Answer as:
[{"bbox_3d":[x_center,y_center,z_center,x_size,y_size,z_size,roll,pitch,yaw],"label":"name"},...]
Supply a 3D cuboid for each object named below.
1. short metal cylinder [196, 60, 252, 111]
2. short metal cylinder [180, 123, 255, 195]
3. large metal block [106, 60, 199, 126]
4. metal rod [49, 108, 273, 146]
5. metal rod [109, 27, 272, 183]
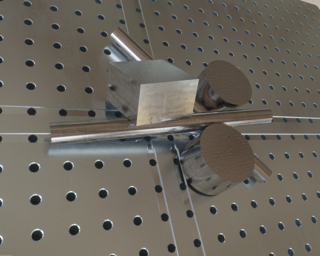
[{"bbox_3d":[0.091,-0.056,0.471,0.081,0.050,0.080,14,56,-21],"label":"short metal cylinder"},{"bbox_3d":[0.074,0.041,0.402,0.081,0.050,0.080,14,56,-21],"label":"short metal cylinder"},{"bbox_3d":[-0.012,-0.048,0.387,0.081,0.050,0.080,-11,33,-32],"label":"large metal block"},{"bbox_3d":[0.019,-0.005,0.396,0.303,0.025,0.025,-5,64,-24],"label":"metal rod"},{"bbox_3d":[0.043,-0.034,0.448,0.300,0.025,0.025,44,51,2],"label":"metal rod"}]
